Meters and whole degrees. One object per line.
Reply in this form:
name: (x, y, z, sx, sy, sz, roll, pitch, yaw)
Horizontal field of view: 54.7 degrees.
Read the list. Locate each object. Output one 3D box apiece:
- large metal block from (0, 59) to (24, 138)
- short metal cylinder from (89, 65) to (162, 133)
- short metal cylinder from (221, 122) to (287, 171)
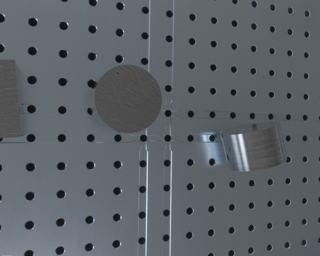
large metal block: (-0.192, -0.028, 0.328, 0.081, 0.050, 0.079, -5, 92, -20)
short metal cylinder: (-0.044, -0.034, 0.383, 0.081, 0.050, 0.079, 0, 90, -20)
short metal cylinder: (0.130, 0.024, 0.432, 0.081, 0.080, 0.050, -14, 95, -20)
